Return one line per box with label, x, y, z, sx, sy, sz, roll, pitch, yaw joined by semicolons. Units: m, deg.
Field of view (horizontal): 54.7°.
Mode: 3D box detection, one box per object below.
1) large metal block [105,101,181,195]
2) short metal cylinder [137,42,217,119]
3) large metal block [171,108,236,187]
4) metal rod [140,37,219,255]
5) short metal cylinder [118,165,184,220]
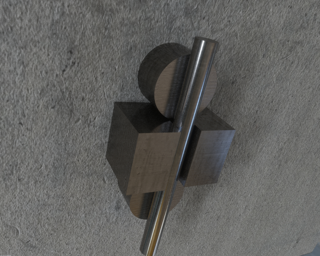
large metal block;-0.024;0.021;0.372;0.050;0.080;0.079;-1;119;-28
short metal cylinder;0.020;-0.056;0.368;0.081;0.050;0.079;-14;124;-21
large metal block;0.044;0.019;0.408;0.050;0.080;0.079;-1;119;-28
metal rod;0.016;0.041;0.377;0.025;0.025;0.298;-1;119;-28
short metal cylinder;-0.013;0.081;0.436;0.081;0.050;0.079;-14;124;-21
